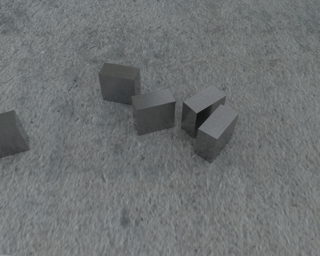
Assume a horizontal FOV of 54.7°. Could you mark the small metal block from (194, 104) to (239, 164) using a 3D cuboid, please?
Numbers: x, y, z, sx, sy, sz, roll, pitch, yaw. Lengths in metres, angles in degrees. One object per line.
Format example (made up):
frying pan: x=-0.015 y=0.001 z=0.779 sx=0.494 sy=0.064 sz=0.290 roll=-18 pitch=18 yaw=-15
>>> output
small metal block: x=0.069 y=0.007 z=0.382 sx=0.025 sy=0.050 sz=0.050 roll=31 pitch=56 yaw=23

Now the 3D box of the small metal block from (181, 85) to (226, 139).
small metal block: x=0.056 y=-0.021 z=0.405 sx=0.050 sy=0.050 sz=0.025 roll=-31 pitch=57 yaw=-24

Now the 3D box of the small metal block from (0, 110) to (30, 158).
small metal block: x=-0.193 y=0.010 z=0.376 sx=0.050 sy=0.050 sz=0.025 roll=-16 pitch=52 yaw=-14

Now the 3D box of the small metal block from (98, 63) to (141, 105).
small metal block: x=-0.055 y=-0.061 z=0.438 sx=0.050 sy=0.050 sz=0.025 roll=11 pitch=51 yaw=8

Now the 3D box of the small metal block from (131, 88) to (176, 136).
small metal block: x=-0.009 y=-0.020 z=0.404 sx=0.050 sy=0.050 sz=0.025 roll=-14 pitch=52 yaw=-12
